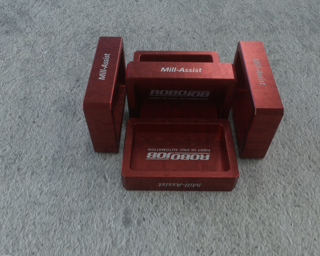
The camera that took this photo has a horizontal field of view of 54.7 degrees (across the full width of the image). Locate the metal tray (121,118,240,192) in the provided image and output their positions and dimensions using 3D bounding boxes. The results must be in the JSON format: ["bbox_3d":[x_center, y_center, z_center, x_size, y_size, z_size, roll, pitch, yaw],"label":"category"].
[{"bbox_3d":[0.023,0.030,0.378,0.131,0.030,0.090,1,49,0],"label":"metal tray"}]

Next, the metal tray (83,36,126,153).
[{"bbox_3d":[-0.066,-0.044,0.399,0.030,0.090,0.130,1,51,1],"label":"metal tray"}]

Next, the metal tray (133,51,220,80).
[{"bbox_3d":[0.024,-0.076,0.465,0.131,0.030,0.090,0,53,0],"label":"metal tray"}]

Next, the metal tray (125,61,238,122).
[{"bbox_3d":[0.025,-0.041,0.398,0.131,0.090,0.030,1,52,1],"label":"metal tray"}]

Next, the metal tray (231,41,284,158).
[{"bbox_3d":[0.116,-0.038,0.395,0.030,0.090,0.130,1,50,1],"label":"metal tray"}]
